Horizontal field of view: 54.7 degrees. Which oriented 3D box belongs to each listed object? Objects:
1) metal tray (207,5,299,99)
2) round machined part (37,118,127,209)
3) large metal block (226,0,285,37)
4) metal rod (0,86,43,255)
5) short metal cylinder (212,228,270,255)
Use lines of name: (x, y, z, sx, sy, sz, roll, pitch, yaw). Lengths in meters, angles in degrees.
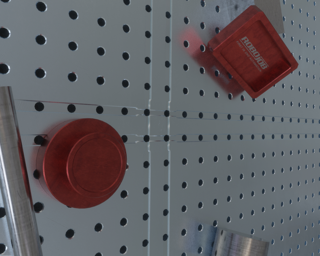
metal tray: (0.149, -0.116, 0.494, 0.130, 0.090, 0.030, 37, 24, -34)
round machined part: (-0.076, 0.038, 0.334, 0.099, 0.042, 0.097, 0, 90, -40)
large metal block: (0.164, -0.193, 0.529, 0.081, 0.050, 0.080, -22, 104, -38)
metal rod: (-0.130, 0.110, 0.300, 0.025, 0.025, 0.298, -13, 98, -39)
short metal cylinder: (0.123, 0.189, 0.476, 0.080, 0.080, 0.050, 23, 76, -38)
